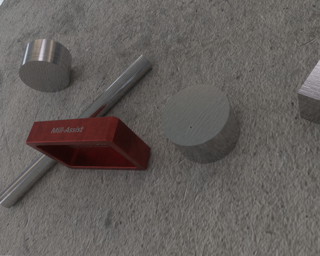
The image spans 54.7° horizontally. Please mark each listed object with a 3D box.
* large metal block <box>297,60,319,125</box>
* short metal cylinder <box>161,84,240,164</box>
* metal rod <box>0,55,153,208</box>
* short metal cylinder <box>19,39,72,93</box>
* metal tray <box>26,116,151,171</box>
[{"bbox_3d":[0.198,-0.039,0.308,0.080,0.050,0.080,30,78,37],"label":"large metal block"},{"bbox_3d":[0.048,-0.004,0.365,0.080,0.050,0.080,-13,56,21],"label":"short metal cylinder"},{"bbox_3d":[-0.125,0.003,0.467,0.300,0.025,0.025,-46,51,-4],"label":"metal rod"},{"bbox_3d":[-0.196,-0.106,0.537,0.080,0.080,0.050,-17,55,19],"label":"short metal cylinder"},{"bbox_3d":[-0.089,0.023,0.394,0.130,0.090,0.030,-3,61,27],"label":"metal tray"}]
